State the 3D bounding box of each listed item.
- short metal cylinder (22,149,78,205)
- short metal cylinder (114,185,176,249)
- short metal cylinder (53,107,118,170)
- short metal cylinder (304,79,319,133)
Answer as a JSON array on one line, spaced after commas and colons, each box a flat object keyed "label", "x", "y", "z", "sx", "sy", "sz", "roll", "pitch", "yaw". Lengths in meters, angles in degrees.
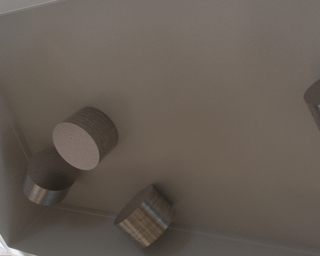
[{"label": "short metal cylinder", "x": -0.186, "y": 0.082, "z": 0.522, "sx": 0.080, "sy": 0.080, "sz": 0.050, "roll": 39, "pitch": 129, "yaw": 2}, {"label": "short metal cylinder", "x": -0.023, "y": 0.133, "z": 0.467, "sx": 0.050, "sy": 0.080, "sz": 0.080, "roll": 47, "pitch": 129, "yaw": -5}, {"label": "short metal cylinder", "x": -0.110, "y": 0.015, "z": 0.460, "sx": 0.080, "sy": 0.050, "sz": 0.079, "roll": 13, "pitch": 124, "yaw": 21}, {"label": "short metal cylinder", "x": 0.175, "y": -0.020, "z": 0.268, "sx": 0.080, "sy": 0.080, "sz": 0.050, "roll": -21, "pitch": 107, "yaw": 36}]
